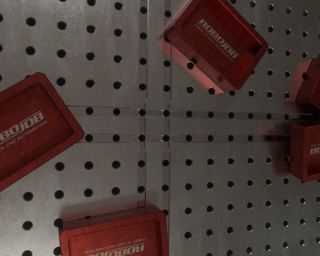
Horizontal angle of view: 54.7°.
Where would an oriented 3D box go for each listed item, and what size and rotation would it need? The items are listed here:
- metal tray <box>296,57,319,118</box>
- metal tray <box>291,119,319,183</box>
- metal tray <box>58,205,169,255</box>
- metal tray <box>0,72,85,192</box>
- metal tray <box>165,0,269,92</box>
[{"bbox_3d":[0.301,-0.052,0.523,0.131,0.030,0.090,29,80,-18],"label":"metal tray"},{"bbox_3d":[0.275,0.029,0.493,0.131,0.030,0.089,-9,106,-11],"label":"metal tray"},{"bbox_3d":[-0.055,0.156,0.390,0.131,0.030,0.089,-6,92,-20],"label":"metal tray"},{"bbox_3d":[-0.165,0.007,0.349,0.131,0.030,0.090,-35,102,-17],"label":"metal tray"},{"bbox_3d":[0.083,-0.125,0.441,0.130,0.030,0.090,39,77,-16],"label":"metal tray"}]
